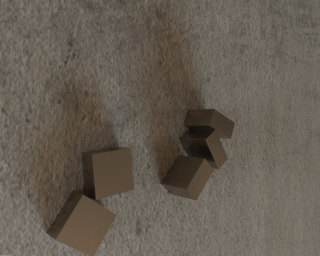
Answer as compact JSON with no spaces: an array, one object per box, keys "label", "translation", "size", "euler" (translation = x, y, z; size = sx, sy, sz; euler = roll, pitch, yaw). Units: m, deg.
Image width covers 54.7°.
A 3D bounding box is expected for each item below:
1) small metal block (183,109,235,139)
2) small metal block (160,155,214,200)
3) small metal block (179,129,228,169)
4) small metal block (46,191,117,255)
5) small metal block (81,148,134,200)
[{"label":"small metal block","translation":[0.071,-0.005,0.451],"size":[0.050,0.050,0.025],"euler":[28,73,-37]},{"label":"small metal block","translation":[0.037,0.066,0.422],"size":[0.025,0.050,0.050],"euler":[51,60,-29]},{"label":"small metal block","translation":[0.062,0.029,0.443],"size":[0.025,0.050,0.050],"euler":[-41,116,-32]},{"label":"small metal block","translation":[-0.084,0.104,0.336],"size":[0.050,0.025,0.050],"euler":[43,64,-32]},{"label":"small metal block","translation":[-0.060,0.050,0.357],"size":[0.050,0.025,0.050],"euler":[-7,95,-40]}]
